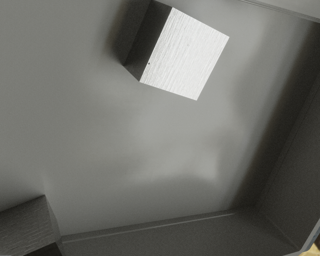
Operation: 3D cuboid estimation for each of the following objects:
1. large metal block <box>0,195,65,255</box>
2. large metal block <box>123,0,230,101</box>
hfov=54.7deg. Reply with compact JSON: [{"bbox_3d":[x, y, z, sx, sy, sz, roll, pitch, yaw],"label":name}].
[{"bbox_3d":[-0.164,0.138,0.369,0.081,0.080,0.050,-20,126,-17],"label":"large metal block"},{"bbox_3d":[0.017,-0.086,0.350,0.081,0.050,0.080,14,111,-34],"label":"large metal block"}]
